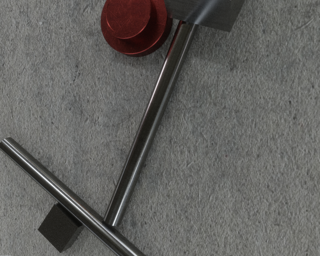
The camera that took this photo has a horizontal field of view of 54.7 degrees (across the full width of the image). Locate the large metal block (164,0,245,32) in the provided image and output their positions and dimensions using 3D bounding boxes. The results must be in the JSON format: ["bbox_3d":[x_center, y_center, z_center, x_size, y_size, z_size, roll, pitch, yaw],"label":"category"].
[{"bbox_3d":[0.058,-0.168,0.360,0.080,0.050,0.080,21,73,18],"label":"large metal block"}]

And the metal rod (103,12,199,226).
[{"bbox_3d":[-0.012,-0.008,0.412,0.025,0.025,0.298,24,98,18],"label":"metal rod"}]

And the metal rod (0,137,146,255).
[{"bbox_3d":[-0.128,0.109,0.452,0.300,0.025,0.025,36,101,16],"label":"metal rod"}]

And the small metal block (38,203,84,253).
[{"bbox_3d":[-0.144,0.145,0.458,0.050,0.025,0.050,38,102,15],"label":"small metal block"}]

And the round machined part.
[{"bbox_3d":[-0.036,-0.147,0.412,0.098,0.042,0.097,0,90,19],"label":"round machined part"}]
